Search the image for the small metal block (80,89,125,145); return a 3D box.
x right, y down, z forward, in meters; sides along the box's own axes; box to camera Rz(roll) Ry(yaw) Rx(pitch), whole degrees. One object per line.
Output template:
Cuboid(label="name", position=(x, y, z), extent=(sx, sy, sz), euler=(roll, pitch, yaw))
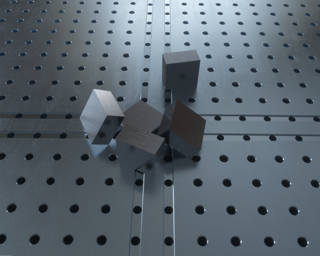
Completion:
Cuboid(label="small metal block", position=(-0.076, -0.014, 0.398), extent=(0.025, 0.050, 0.050), euler=(4, 41, -41))

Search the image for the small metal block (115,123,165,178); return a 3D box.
Cuboid(label="small metal block", position=(-0.022, 0.028, 0.368), extent=(0.050, 0.050, 0.025), euler=(21, 53, 16))

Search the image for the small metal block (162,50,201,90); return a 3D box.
Cuboid(label="small metal block", position=(0.031, -0.087, 0.465), extent=(0.050, 0.050, 0.025), euler=(-9, 51, -8))

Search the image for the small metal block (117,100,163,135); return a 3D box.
Cuboid(label="small metal block", position=(-0.025, -0.004, 0.411), extent=(0.050, 0.025, 0.050), euler=(34, 58, 25))

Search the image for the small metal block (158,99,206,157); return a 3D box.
Cuboid(label="small metal block", position=(0.028, 0.001, 0.391), extent=(0.050, 0.025, 0.050), euler=(34, 48, -20))
